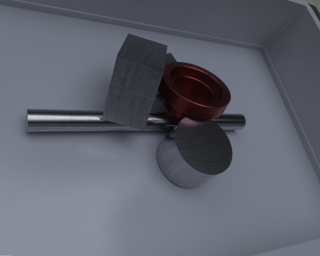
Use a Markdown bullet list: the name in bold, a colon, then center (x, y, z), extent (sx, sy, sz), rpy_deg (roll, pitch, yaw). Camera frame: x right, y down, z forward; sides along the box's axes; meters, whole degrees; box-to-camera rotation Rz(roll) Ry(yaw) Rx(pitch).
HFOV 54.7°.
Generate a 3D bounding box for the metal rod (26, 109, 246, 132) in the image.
- **metal rod**: center (-0.010, -0.009, 0.403), extent (0.303, 0.025, 0.025), rpy_deg (0, 62, -29)

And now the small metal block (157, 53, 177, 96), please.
- **small metal block**: center (0.006, -0.080, 0.458), extent (0.050, 0.025, 0.050), rpy_deg (-23, 75, -37)

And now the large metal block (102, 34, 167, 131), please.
- **large metal block**: center (-0.029, -0.056, 0.370), extent (0.050, 0.079, 0.080), rpy_deg (16, 32, -6)

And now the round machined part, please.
- **round machined part**: center (0.042, -0.044, 0.420), extent (0.099, 0.042, 0.098), rpy_deg (15, 39, -12)

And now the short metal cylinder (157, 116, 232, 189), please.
- **short metal cylinder**: center (0.043, 0.030, 0.393), extent (0.081, 0.050, 0.080), rpy_deg (14, 56, -21)
